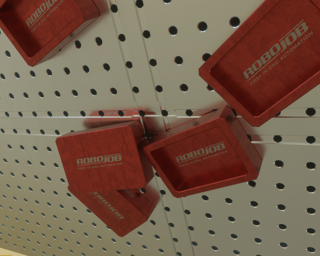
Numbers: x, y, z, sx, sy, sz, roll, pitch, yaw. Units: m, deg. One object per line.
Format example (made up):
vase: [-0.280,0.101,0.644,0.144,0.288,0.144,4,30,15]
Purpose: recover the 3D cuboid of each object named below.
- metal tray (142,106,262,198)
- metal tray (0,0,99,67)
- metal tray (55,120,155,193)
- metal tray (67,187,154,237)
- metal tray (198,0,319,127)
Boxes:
metal tray: [0.051,0.037,0.402,0.130,0.030,0.090,-23,106,36]
metal tray: [-0.150,-0.147,0.393,0.130,0.030,0.090,-24,106,36]
metal tray: [-0.082,0.044,0.452,0.130,0.030,0.089,-9,101,23]
metal tray: [-0.085,0.118,0.524,0.130,0.030,0.090,43,129,-3]
metal tray: [0.113,-0.071,0.304,0.090,0.030,0.129,44,129,-3]
